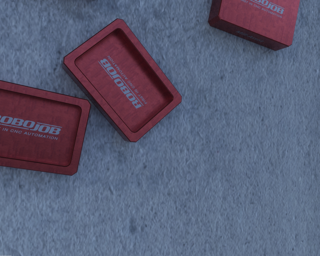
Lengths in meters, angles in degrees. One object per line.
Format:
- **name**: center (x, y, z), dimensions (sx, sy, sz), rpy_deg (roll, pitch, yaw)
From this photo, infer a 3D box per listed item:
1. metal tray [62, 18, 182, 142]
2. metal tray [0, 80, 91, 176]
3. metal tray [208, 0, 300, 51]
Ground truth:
- **metal tray**: center (-0.045, -0.057, 0.390), dimensions (0.090, 0.030, 0.130), rpy_deg (-42, 104, -15)
- **metal tray**: center (-0.153, -0.001, 0.350), dimensions (0.131, 0.030, 0.090), rpy_deg (12, 86, -20)
- **metal tray**: center (0.142, -0.179, 0.460), dimensions (0.131, 0.030, 0.090), rpy_deg (13, 85, -20)
